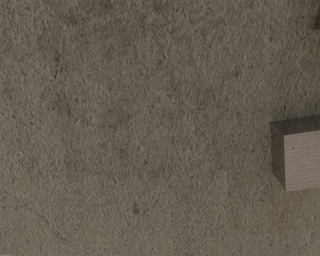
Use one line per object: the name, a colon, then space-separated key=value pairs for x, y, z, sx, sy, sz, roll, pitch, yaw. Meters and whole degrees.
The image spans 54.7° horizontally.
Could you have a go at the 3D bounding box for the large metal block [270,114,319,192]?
large metal block: x=0.196 y=0.031 z=0.409 sx=0.080 sy=0.050 sz=0.079 roll=-9 pitch=110 yaw=3

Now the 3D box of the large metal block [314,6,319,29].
large metal block: x=0.231 y=-0.127 z=0.335 sx=0.081 sy=0.080 sz=0.050 roll=5 pitch=110 yaw=-2
